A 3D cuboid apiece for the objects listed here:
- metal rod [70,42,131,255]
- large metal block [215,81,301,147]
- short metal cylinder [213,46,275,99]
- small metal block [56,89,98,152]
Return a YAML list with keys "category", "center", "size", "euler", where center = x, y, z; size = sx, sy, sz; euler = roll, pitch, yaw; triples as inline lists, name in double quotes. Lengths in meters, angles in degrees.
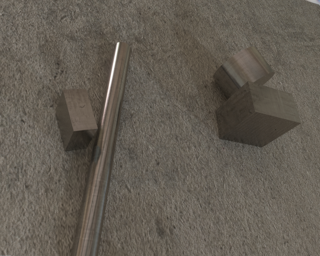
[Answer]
- category: "metal rod"
  center: [-0.063, 0.012, 0.362]
  size: [0.025, 0.025, 0.300]
  euler: [17, 55, -19]
- category: "large metal block"
  center: [0.140, -0.017, 0.454]
  size: [0.081, 0.080, 0.050]
  euler: [11, 57, -22]
- category: "short metal cylinder"
  center: [0.132, -0.083, 0.490]
  size: [0.081, 0.080, 0.050]
  euler: [-23, 75, -36]
- category: "small metal block"
  center: [-0.094, -0.008, 0.342]
  size: [0.025, 0.050, 0.050]
  euler: [-7, 65, -31]
